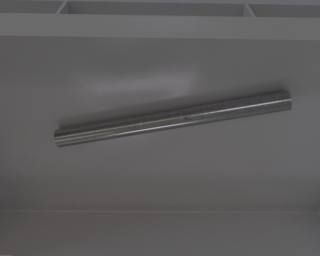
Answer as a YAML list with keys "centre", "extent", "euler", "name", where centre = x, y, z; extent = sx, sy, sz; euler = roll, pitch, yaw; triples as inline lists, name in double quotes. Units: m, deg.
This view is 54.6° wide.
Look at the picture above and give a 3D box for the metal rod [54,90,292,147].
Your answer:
- centre: [0.010, -0.010, 0.400]
  extent: [0.301, 0.025, 0.025]
  euler: [-9, 130, 7]
  name: "metal rod"
